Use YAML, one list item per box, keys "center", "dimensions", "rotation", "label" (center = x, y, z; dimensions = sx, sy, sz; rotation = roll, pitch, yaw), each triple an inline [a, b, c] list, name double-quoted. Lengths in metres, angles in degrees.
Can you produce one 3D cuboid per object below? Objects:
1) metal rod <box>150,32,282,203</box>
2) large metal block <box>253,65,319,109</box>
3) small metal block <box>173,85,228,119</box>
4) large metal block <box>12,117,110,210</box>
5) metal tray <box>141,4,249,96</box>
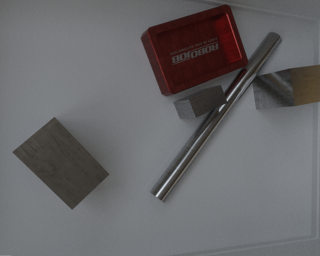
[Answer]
- center: [0.086, -0.023, 0.443]
  dimensions: [0.025, 0.025, 0.300]
  rotation: [42, 77, -16]
  label: "metal rod"
- center: [0.196, -0.060, 0.456]
  dimensions: [0.081, 0.080, 0.050]
  rotation: [-10, 94, -20]
  label: "large metal block"
- center: [0.053, -0.034, 0.418]
  dimensions: [0.050, 0.050, 0.025]
  rotation: [-25, 99, -19]
  label: "small metal block"
- center: [-0.109, 0.035, 0.342]
  dimensions: [0.050, 0.080, 0.080]
  rotation: [-44, 104, -15]
  label: "large metal block"
- center: [0.050, -0.107, 0.427]
  dimensions: [0.131, 0.030, 0.090]
  rotation: [-23, 98, -19]
  label: "metal tray"
